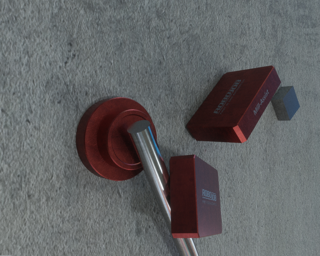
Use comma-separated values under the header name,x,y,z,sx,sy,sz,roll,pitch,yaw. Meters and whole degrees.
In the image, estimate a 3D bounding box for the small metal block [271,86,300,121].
name,x,y,z,sx,sy,sz,roll,pitch,yaw
small metal block,0.251,-0.049,0.619,0.050,0.025,0.050,-43,117,-31

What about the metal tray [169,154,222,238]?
name,x,y,z,sx,sy,sz,roll,pitch,yaw
metal tray,0.049,0.090,0.396,0.130,0.030,0.090,36,50,-63

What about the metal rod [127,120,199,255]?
name,x,y,z,sx,sy,sz,roll,pitch,yaw
metal rod,0.022,0.122,0.392,0.025,0.025,0.298,-40,125,-33

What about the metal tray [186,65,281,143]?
name,x,y,z,sx,sy,sz,roll,pitch,yaw
metal tray,0.109,-0.036,0.456,0.130,0.090,0.030,-52,121,-28

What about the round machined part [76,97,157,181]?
name,x,y,z,sx,sy,sz,roll,pitch,yaw
round machined part,-0.043,0.013,0.360,0.099,0.042,0.097,0,90,-40
